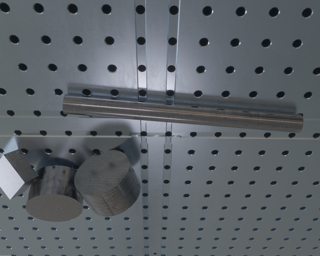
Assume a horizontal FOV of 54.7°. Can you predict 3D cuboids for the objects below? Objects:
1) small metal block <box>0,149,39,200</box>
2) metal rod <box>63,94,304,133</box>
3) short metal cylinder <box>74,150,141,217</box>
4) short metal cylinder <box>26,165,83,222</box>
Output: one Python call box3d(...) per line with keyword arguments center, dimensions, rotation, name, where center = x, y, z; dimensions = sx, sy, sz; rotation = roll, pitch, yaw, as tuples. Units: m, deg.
box3d(center=(-0.213, 0.068, 0.452), dimensions=(0.050, 0.025, 0.050), rotation=(-43, 84, 29), name="small metal block")
box3d(center=(0.032, -0.018, 0.396), dimensions=(0.302, 0.025, 0.025), rotation=(5, 130, -4), name="metal rod")
box3d(center=(-0.073, 0.077, 0.441), dimensions=(0.080, 0.080, 0.050), rotation=(-12, 129, 10), name="short metal cylinder")
box3d(center=(-0.157, 0.101, 0.474), dimensions=(0.081, 0.050, 0.080), rotation=(-4, 136, -3), name="short metal cylinder")
